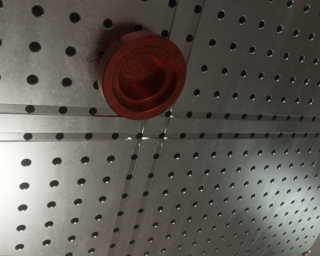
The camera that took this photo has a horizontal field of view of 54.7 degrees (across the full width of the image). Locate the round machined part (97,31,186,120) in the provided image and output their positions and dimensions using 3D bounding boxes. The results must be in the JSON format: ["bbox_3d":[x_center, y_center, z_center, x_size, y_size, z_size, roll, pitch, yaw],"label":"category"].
[{"bbox_3d":[-0.023,-0.061,0.351,0.099,0.042,0.097,-14,125,-21],"label":"round machined part"}]
